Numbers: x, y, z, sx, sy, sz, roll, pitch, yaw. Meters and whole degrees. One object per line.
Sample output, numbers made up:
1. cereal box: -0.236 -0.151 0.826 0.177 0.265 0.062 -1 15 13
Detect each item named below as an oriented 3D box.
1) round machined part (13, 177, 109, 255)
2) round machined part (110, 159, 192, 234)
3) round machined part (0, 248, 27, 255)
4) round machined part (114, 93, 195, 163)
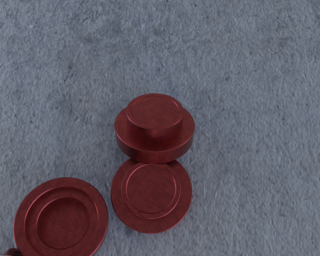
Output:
1. round machined part: -0.108 0.109 0.352 0.099 0.042 0.098 4 62 -7
2. round machined part: -0.010 0.075 0.371 0.099 0.042 0.098 0 70 -1
3. round machined part: -0.142 0.160 0.309 0.098 0.098 0.042 41 75 13
4. round machined part: -0.006 -0.007 0.380 0.099 0.042 0.098 1 42 -1
